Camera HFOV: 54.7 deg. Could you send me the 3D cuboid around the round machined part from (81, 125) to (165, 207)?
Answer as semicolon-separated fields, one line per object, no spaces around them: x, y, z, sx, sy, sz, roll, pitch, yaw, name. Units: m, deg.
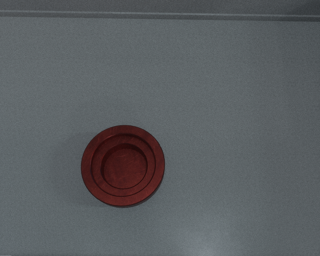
-0.043;0.049;0.382;0.099;0.042;0.098;0;70;-1;round machined part
